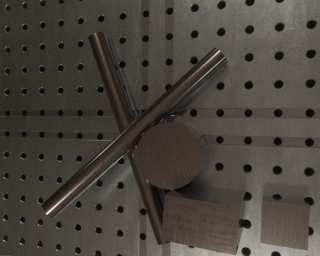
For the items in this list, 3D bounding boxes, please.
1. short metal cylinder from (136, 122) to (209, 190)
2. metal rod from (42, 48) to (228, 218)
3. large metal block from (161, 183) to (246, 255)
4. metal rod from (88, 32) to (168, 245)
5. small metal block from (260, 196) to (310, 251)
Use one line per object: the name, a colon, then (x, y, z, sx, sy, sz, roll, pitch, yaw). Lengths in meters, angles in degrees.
short metal cylinder: (0.017, 0.034, 0.391, 0.080, 0.050, 0.079, 0, 89, 18)
metal rod: (-0.035, 0.009, 0.398, 0.300, 0.025, 0.025, -42, 77, 5)
large metal block: (0.055, 0.101, 0.364, 0.080, 0.080, 0.050, 5, 92, 19)
metal rod: (-0.041, 0.009, 0.425, 0.025, 0.025, 0.299, -22, 83, 18)
small metal block: (0.145, 0.109, 0.362, 0.050, 0.025, 0.050, 3, 91, 19)
